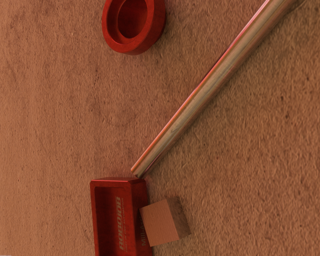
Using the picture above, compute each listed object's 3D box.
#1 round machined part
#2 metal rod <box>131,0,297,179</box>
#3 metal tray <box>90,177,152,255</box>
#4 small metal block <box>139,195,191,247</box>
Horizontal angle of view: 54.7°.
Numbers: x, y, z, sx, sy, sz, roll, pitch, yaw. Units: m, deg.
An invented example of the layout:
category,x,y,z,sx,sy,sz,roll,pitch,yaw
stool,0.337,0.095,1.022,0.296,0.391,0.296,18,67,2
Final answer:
category,x,y,z,sx,sy,sz,roll,pitch,yaw
round machined part,-0.030,-0.147,0.417,0.098,0.042,0.097,0,90,39
metal rod,0.054,-0.044,0.359,0.298,0.025,0.025,-52,60,27
metal tray,-0.057,0.137,0.442,0.090,0.030,0.129,-7,87,41
small metal block,0.006,0.120,0.398,0.050,0.025,0.050,-29,72,36
